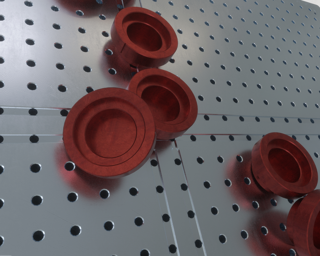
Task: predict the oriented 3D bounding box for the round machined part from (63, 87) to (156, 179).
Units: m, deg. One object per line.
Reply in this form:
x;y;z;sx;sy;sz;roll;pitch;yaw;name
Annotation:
-0.053;0.008;0.346;0.098;0.042;0.098;-1;75;2;round machined part

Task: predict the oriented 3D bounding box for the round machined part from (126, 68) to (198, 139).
-0.003;-0.028;0.412;0.099;0.042;0.098;14;56;-21;round machined part

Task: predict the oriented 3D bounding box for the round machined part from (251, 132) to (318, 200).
0.175;0.058;0.452;0.099;0.042;0.098;14;52;-18;round machined part

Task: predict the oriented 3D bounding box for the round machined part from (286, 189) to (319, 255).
0.208;0.130;0.412;0.099;0.042;0.097;0;90;-29;round machined part

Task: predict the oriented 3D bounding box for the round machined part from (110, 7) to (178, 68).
-0.026;-0.129;0.461;0.099;0.042;0.098;13;56;-21;round machined part
